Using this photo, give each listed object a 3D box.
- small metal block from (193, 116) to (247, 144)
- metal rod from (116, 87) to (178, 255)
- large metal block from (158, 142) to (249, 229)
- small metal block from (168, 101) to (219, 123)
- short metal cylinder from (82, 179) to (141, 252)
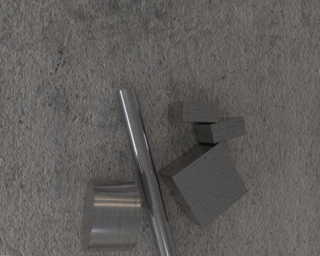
[{"bbox_3d":[0.081,0.002,0.426,0.050,0.050,0.025,-14,95,-20],"label":"small metal block"},{"bbox_3d":[-0.008,0.096,0.406,0.025,0.025,0.298,-16,96,-19],"label":"metal rod"},{"bbox_3d":[0.058,0.072,0.418,0.080,0.050,0.080,-34,102,-17],"label":"large metal block"},{"bbox_3d":[0.043,-0.020,0.412,0.050,0.050,0.025,2,89,-20],"label":"small metal block"},{"bbox_3d":[-0.059,0.100,0.359,0.050,0.080,0.080,7,88,-20],"label":"short metal cylinder"}]
